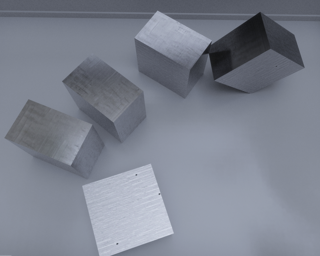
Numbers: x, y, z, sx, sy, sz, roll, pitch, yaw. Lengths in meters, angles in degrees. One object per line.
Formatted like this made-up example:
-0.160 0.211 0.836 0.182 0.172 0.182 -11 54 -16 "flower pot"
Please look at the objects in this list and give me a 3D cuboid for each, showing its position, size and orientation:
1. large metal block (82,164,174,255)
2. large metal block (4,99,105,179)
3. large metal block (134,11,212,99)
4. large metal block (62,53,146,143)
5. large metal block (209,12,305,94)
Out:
-0.036 0.097 0.361 0.080 0.050 0.080 -17 71 -6 "large metal block"
-0.121 0.017 0.373 0.080 0.080 0.050 21 72 7 "large metal block"
0.016 -0.095 0.415 0.080 0.080 0.050 32 73 11 "large metal block"
-0.066 -0.035 0.392 0.080 0.080 0.050 38 75 12 "large metal block"
0.122 -0.091 0.397 0.081 0.080 0.050 10 64 -40 "large metal block"
